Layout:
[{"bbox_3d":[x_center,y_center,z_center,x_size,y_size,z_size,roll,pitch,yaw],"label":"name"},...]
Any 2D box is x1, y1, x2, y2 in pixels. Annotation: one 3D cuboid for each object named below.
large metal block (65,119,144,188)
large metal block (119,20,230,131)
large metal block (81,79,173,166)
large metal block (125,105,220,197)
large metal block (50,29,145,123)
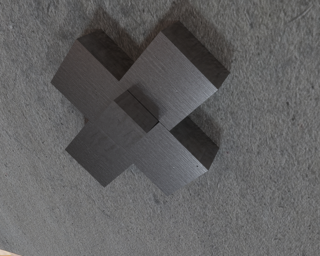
[{"bbox_3d":[-0.076,0.027,0.446,0.080,0.050,0.080,45,129,-4],"label":"large metal block"},{"bbox_3d":[0.016,-0.057,0.346,0.080,0.050,0.080,45,129,-4],"label":"large metal block"},{"bbox_3d":[-0.038,-0.010,0.385,0.050,0.080,0.080,45,129,-4],"label":"large metal block"},{"bbox_3d":[0.015,0.030,0.401,0.080,0.050,0.080,45,129,-4],"label":"large metal block"},{"bbox_3d":[-0.078,-0.063,0.392,0.080,0.050,0.080,45,129,-4],"label":"large metal block"}]
